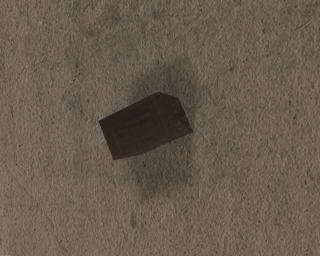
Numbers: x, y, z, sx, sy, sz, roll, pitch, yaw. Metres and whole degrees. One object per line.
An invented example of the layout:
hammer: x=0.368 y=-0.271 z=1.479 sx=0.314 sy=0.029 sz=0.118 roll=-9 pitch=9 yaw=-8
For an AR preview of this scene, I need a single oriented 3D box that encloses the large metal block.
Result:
large metal block: x=-0.014 y=-0.001 z=0.384 sx=0.080 sy=0.080 sz=0.050 roll=-24 pitch=82 yaw=18
